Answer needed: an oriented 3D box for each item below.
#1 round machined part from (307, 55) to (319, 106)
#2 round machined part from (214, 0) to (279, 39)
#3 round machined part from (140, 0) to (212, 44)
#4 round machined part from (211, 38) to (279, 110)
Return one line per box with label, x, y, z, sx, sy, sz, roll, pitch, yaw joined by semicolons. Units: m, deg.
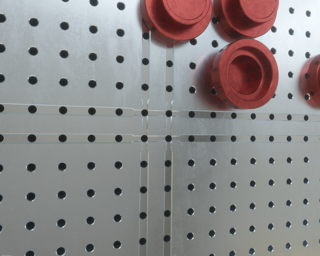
round machined part;0.298;-0.081;0.512;0.099;0.042;0.097;0;90;-20
round machined part;0.132;-0.181;0.452;0.099;0.042;0.097;0;90;-20
round machined part;0.027;-0.166;0.413;0.099;0.042;0.097;0;90;-20
round machined part;0.117;-0.075;0.446;0.099;0.042;0.097;0;90;-20
